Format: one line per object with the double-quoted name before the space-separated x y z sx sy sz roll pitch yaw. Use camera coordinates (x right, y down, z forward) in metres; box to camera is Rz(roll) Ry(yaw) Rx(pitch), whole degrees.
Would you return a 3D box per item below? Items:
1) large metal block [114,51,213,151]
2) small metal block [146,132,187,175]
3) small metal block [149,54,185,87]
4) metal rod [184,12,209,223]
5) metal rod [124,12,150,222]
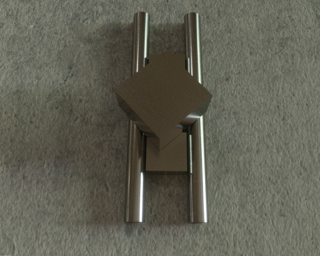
"large metal block" 0.004 -0.033 0.379 0.080 0.050 0.080 -39 75 -13
"small metal block" 0.008 0.033 0.396 0.050 0.025 0.050 1 70 0
"small metal block" 0.009 -0.076 0.436 0.050 0.025 0.050 1 70 0
"metal rod" 0.047 -0.028 0.420 0.025 0.025 0.299 1 70 0
"metal rod" -0.029 -0.028 0.420 0.025 0.025 0.299 1 70 0
